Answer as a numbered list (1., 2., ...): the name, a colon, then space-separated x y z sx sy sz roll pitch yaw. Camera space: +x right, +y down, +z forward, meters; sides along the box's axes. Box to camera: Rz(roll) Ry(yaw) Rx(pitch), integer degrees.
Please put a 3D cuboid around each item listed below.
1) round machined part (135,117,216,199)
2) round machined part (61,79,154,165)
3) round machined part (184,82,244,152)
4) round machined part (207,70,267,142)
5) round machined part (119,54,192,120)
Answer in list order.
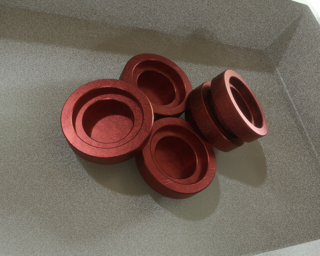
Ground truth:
1. round machined part: 0.015 0.039 0.376 0.099 0.042 0.098 14 56 -21
2. round machined part: -0.058 -0.004 0.351 0.099 0.042 0.098 2 63 -4
3. round machined part: 0.071 -0.011 0.424 0.098 0.042 0.098 33 40 -33
4. round machined part: 0.096 -0.025 0.410 0.098 0.042 0.098 33 41 -34
5. round machined part: -0.009 -0.049 0.417 0.099 0.042 0.098 14 56 -21
